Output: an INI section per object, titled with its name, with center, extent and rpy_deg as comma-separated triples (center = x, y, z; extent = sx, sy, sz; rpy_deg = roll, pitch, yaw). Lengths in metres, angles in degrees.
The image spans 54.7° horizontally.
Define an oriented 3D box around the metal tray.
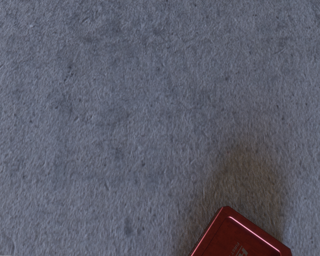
[metal tray]
center = 0.073, 0.166, 0.345
extent = 0.090, 0.030, 0.130
rpy_deg = 34, 73, 11
